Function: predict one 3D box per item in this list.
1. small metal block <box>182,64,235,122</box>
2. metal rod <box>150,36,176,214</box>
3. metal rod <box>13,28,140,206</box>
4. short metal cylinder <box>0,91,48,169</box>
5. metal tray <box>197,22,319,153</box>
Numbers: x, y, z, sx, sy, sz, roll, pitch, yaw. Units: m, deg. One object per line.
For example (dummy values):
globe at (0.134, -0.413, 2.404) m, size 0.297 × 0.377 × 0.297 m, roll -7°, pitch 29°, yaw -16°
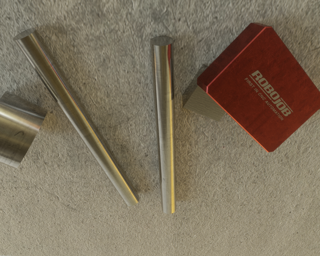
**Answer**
small metal block at (0.061, -0.041, 0.373) m, size 0.050 × 0.025 × 0.050 m, roll 21°, pitch 127°, yaw -17°
metal rod at (0.009, 0.021, 0.424) m, size 0.025 × 0.025 × 0.298 m, roll -2°, pitch 130°, yaw 1°
metal rod at (-0.093, 0.010, 0.414) m, size 0.025 × 0.025 × 0.299 m, roll -15°, pitch 129°, yaw 12°
short metal cylinder at (-0.178, 0.002, 0.371) m, size 0.050 × 0.080 × 0.080 m, roll 29°, pitch 124°, yaw -22°
metal tray at (0.117, -0.041, 0.351) m, size 0.130 × 0.030 × 0.090 m, roll 39°, pitch 101°, yaw -28°
